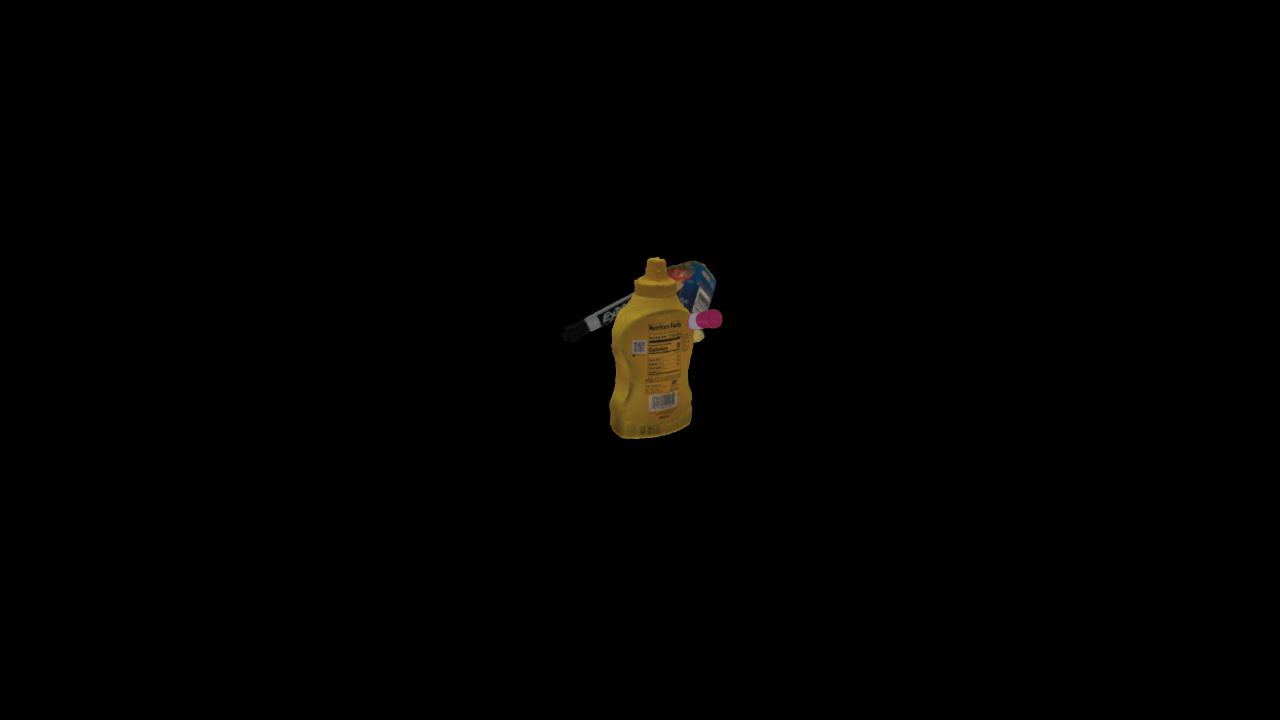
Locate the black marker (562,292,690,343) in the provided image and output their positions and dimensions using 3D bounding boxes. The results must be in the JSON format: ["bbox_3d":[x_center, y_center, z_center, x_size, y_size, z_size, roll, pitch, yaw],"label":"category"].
[{"bbox_3d":[-0.032,-0.052,0.682,0.121,0.020,0.020,-29,8,-15],"label":"black marker"}]

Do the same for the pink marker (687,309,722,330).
[{"bbox_3d":[0.048,-0.039,0.637,0.020,0.020,0.121,0,-1,-24],"label":"pink marker"}]

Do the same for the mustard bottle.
[{"bbox_3d":[0.014,-0.014,0.630,0.092,0.184,0.054,-7,21,-21],"label":"mustard bottle"}]

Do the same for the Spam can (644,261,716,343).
[{"bbox_3d":[0.038,-0.067,0.754,0.101,0.085,0.058,-8,-39,39],"label":"Spam can"}]
